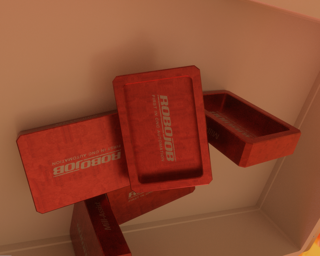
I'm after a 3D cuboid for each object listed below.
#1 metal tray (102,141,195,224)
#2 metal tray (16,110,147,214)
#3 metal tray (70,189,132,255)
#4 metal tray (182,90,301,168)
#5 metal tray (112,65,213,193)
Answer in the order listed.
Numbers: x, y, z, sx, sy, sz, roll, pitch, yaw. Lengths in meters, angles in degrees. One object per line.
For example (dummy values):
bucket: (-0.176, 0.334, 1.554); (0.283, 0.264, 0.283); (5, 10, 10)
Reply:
metal tray: (-0.015, 0.076, 0.446); (0.131, 0.030, 0.089); (-20, 127, -17)
metal tray: (-0.086, 0.034, 0.360); (0.131, 0.030, 0.089); (-15, 103, -21)
metal tray: (-0.080, 0.144, 0.387); (0.030, 0.130, 0.089); (1, 118, -29)
metal tray: (0.090, -0.007, 0.382); (0.091, 0.130, 0.030); (-9, 123, -32)
metal tray: (0.005, 0.001, 0.341); (0.091, 0.030, 0.129); (-8, 101, 3)
